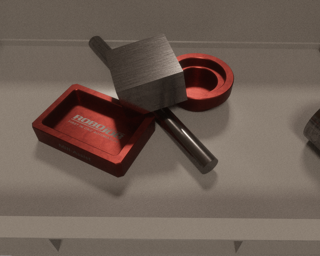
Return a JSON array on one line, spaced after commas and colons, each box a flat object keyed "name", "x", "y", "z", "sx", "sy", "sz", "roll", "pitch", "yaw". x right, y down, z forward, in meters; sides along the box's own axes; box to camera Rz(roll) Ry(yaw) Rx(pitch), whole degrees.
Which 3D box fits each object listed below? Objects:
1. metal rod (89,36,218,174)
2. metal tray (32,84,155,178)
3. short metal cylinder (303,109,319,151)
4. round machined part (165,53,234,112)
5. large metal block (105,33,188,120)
[{"name": "metal rod", "x": -0.025, "y": -0.049, "z": 0.446, "sx": 0.025, "sy": 0.025, "sz": 0.300, "roll": -27, "pitch": 55, "yaw": -21}, {"name": "metal tray", "x": -0.083, "y": -0.001, "z": 0.401, "sx": 0.130, "sy": 0.030, "sz": 0.090, "roll": 22, "pitch": 53, "yaw": 17}, {"name": "short metal cylinder", "x": 0.224, "y": 0.000, "z": 0.373, "sx": 0.081, "sy": 0.080, "sz": 0.050, "roll": -21, "pitch": 54, "yaw": -17}, {"name": "round machined part", "x": 0.053, "y": -0.061, "z": 0.446, "sx": 0.099, "sy": 0.042, "sz": 0.098, "roll": 0, "pitch": 50, "yaw": 0}, {"name": "large metal block", "x": -0.018, "y": -0.067, "z": 0.397, "sx": 0.080, "sy": 0.050, "sz": 0.080, "roll": -18, "pitch": 52, "yaw": -2}]
